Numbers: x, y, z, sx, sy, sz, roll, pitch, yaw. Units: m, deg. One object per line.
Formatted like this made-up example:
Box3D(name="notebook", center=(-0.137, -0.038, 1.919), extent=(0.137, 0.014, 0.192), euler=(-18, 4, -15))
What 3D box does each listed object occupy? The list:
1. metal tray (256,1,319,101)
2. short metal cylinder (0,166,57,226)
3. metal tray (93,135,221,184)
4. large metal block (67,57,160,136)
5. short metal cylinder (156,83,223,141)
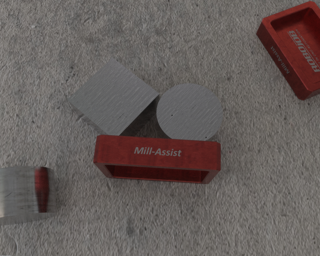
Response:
Box3D(name="metal tray", center=(0.213, -0.114, 0.448), extent=(0.091, 0.030, 0.130), euler=(-22, 72, -8))
Box3D(name="short metal cylinder", center=(-0.160, 0.078, 0.349), extent=(0.081, 0.080, 0.050), euler=(-9, 71, -4))
Box3D(name="metal tray", center=(-0.002, 0.039, 0.359), extent=(0.131, 0.090, 0.030), euler=(3, 70, 1))
Box3D(name="large metal block", center=(-0.057, -0.030, 0.405), extent=(0.080, 0.050, 0.080), euler=(39, 74, 13))
Box3D(name="short metal cylinder", center=(0.036, -0.010, 0.399), extent=(0.081, 0.050, 0.080), euler=(0, 70, 0))
